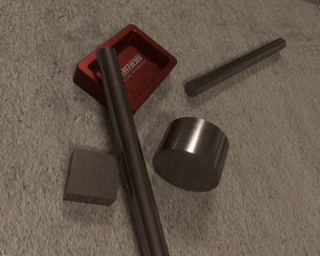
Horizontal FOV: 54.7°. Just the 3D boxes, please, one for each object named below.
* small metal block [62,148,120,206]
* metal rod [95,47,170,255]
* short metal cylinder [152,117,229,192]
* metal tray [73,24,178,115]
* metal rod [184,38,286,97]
[{"bbox_3d":[-0.073,0.053,0.333,0.050,0.025,0.050,14,56,-21],"label":"small metal block"},{"bbox_3d":[-0.027,0.047,0.338,0.025,0.025,0.299,-6,72,-31],"label":"metal rod"},{"bbox_3d":[0.037,0.033,0.370,0.080,0.080,0.050,32,52,-8],"label":"short metal cylinder"},{"bbox_3d":[-0.043,-0.081,0.427,0.090,0.030,0.130,39,51,-3],"label":"metal tray"},{"bbox_3d":[0.150,-0.118,0.558,0.302,0.025,0.025,-30,79,-38],"label":"metal rod"}]
